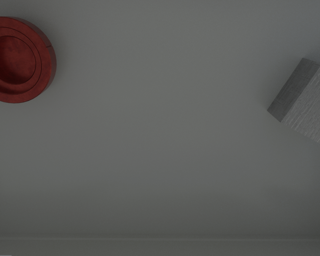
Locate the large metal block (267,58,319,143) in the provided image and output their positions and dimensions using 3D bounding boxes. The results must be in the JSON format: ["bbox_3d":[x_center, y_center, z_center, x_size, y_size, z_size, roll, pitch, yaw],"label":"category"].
[{"bbox_3d":[0.199,-0.031,0.390,0.080,0.050,0.080,26,108,-10],"label":"large metal block"}]

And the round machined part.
[{"bbox_3d":[-0.173,-0.082,0.370,0.099,0.042,0.097,0,110,-1],"label":"round machined part"}]
